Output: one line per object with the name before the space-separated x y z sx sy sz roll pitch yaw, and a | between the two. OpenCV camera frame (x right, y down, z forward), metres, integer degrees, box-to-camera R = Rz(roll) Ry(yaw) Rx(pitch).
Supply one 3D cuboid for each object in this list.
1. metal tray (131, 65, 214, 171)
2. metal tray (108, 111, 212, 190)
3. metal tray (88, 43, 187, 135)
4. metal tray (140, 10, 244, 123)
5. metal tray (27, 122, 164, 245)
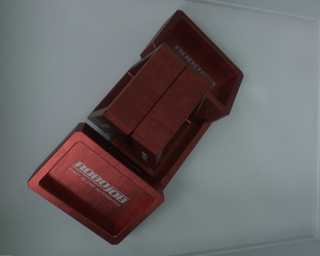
metal tray | 0.011 -0.003 0.345 0.030 0.130 0.090 37 77 7
metal tray | 0.001 0.006 0.407 0.090 0.030 0.130 41 77 -16
metal tray | -0.032 -0.037 0.341 0.030 0.130 0.090 42 77 -15
metal tray | 0.047 -0.081 0.406 0.130 0.030 0.090 41 52 -16
metal tray | -0.071 0.067 0.362 0.130 0.030 0.090 42 101 -16
